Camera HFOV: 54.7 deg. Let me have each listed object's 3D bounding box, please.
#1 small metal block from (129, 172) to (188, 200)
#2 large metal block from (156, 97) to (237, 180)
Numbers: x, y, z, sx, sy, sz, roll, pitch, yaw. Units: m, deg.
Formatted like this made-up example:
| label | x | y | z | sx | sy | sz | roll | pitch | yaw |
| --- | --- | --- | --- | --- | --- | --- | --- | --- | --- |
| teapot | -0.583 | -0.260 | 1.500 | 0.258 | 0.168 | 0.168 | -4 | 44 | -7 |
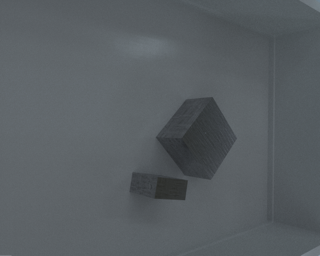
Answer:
| label | x | y | z | sx | sy | sz | roll | pitch | yaw |
| --- | --- | --- | --- | --- | --- | --- | --- | --- | --- |
| small metal block | -0.002 | 0.073 | 0.391 | 0.050 | 0.050 | 0.025 | 14 | 81 | -40 |
| large metal block | 0.054 | 0.014 | 0.438 | 0.080 | 0.050 | 0.080 | -51 | 120 | -28 |
